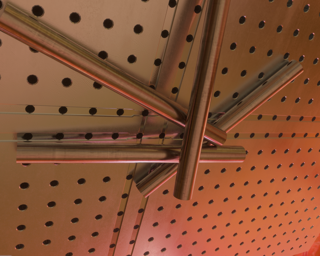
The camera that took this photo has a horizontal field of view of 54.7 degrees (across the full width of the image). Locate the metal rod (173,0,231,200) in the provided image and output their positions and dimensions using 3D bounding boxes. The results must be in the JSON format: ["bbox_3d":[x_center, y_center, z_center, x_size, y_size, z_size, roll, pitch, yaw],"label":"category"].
[{"bbox_3d":[0.052,-0.056,0.366,0.025,0.025,0.298,1,105,-30],"label":"metal rod"}]

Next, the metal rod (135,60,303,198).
[{"bbox_3d":[0.090,0.000,0.461,0.301,0.025,0.025,-38,130,-3],"label":"metal rod"}]

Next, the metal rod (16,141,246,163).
[{"bbox_3d":[-0.019,0.033,0.401,0.303,0.025,0.025,3,117,-23],"label":"metal rod"}]

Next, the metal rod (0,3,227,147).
[{"bbox_3d":[-0.028,-0.042,0.356,0.301,0.025,0.025,27,104,-33],"label":"metal rod"}]
